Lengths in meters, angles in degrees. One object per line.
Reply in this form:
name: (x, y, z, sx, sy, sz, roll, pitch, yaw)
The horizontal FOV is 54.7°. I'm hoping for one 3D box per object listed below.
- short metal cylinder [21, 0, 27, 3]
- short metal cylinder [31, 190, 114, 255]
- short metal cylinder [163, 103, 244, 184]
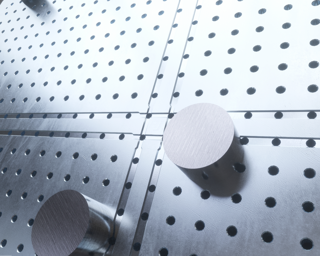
short metal cylinder: (-0.356, -0.363, 0.779, 0.050, 0.080, 0.080, -45, 51, -3)
short metal cylinder: (-0.104, 0.120, 0.371, 0.080, 0.050, 0.080, -13, 56, 20)
short metal cylinder: (0.050, 0.018, 0.354, 0.080, 0.050, 0.080, -13, 57, 21)
